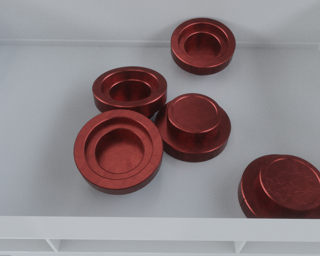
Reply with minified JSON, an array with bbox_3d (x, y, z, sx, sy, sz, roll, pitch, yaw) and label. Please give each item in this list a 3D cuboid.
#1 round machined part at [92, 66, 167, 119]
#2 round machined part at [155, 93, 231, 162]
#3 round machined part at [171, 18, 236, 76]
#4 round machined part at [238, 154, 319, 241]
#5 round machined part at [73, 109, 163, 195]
[{"bbox_3d":[-0.040,-0.042,0.422,0.099,0.042,0.098,0,41,0],"label":"round machined part"},{"bbox_3d":[0.043,-0.007,0.401,0.099,0.042,0.098,0,50,0],"label":"round machined part"},{"bbox_3d":[0.066,-0.123,0.488,0.099,0.042,0.098,0,64,1],"label":"round machined part"},{"bbox_3d":[0.139,0.068,0.339,0.099,0.042,0.098,0,50,0],"label":"round machined part"},{"bbox_3d":[-0.046,0.030,0.360,0.099,0.042,0.098,1,62,-1],"label":"round machined part"}]
